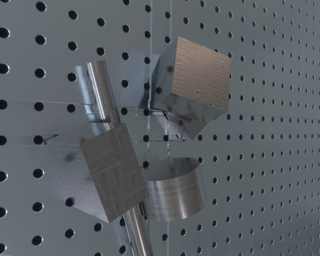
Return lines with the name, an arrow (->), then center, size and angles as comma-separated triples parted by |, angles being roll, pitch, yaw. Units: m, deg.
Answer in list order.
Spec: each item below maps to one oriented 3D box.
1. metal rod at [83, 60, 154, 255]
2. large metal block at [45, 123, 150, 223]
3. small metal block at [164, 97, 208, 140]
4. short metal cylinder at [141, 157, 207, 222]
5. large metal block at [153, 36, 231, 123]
metal rod -> -0.041, 0.069, 0.374 | 0.025, 0.025, 0.298 | -21, 103, -38
large metal block -> -0.066, 0.041, 0.319 | 0.050, 0.080, 0.080 | -28, 108, -37
small metal block -> 0.041, -0.018, 0.444 | 0.050, 0.025, 0.050 | -45, 117, -31
short metal cylinder -> 0.014, 0.073, 0.386 | 0.081, 0.080, 0.050 | -20, 103, -38
large metal block -> 0.043, -0.060, 0.406 | 0.081, 0.050, 0.080 | 16, 67, -22
